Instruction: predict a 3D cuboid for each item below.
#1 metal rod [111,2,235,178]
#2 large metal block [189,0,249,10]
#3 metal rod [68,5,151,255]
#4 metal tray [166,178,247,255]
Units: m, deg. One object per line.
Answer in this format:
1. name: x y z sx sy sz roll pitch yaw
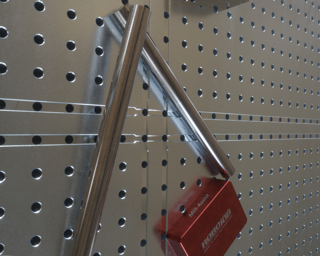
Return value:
1. metal rod: 0.032 -0.035 0.437 0.025 0.025 0.300 -52 121 -28
2. large metal block: 0.087 -0.230 0.468 0.081 0.050 0.079 -10 96 -40
3. metal rod: -0.056 0.009 0.346 0.025 0.025 0.298 17 85 -39
4. metal tray: 0.076 0.151 0.473 0.131 0.030 0.090 -40 115 -33
